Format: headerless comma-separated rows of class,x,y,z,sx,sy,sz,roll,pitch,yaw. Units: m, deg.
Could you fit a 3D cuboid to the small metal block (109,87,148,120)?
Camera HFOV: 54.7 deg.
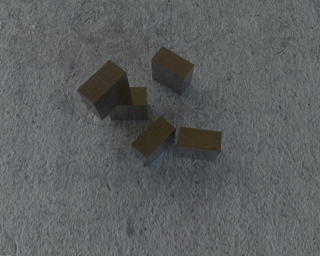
small metal block,-0.042,-0.031,0.406,0.050,0.050,0.025,-1,70,0

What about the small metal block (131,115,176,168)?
small metal block,-0.007,0.018,0.388,0.025,0.050,0.050,42,75,13

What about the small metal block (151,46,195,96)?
small metal block,0.017,-0.077,0.423,0.050,0.050,0.025,33,74,11

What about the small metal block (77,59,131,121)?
small metal block,-0.062,-0.042,0.357,0.025,0.050,0.050,39,75,13

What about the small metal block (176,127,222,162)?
small metal block,0.047,0.021,0.387,0.050,0.050,0.025,7,70,2
